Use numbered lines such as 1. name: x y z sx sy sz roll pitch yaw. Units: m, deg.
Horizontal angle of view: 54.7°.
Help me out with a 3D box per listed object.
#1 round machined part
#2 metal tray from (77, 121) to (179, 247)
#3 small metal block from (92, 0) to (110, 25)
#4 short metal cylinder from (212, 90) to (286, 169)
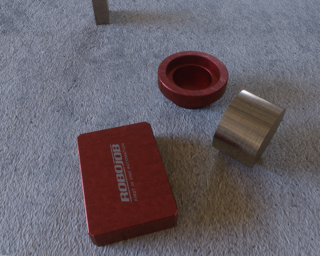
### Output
1. round machined part: 0.046 -0.065 0.447 0.099 0.042 0.098 0 50 0
2. metal tray: -0.041 0.057 0.352 0.091 0.030 0.130 -11 51 -10
3. small metal block: -0.110 -0.229 0.578 0.025 0.050 0.050 -5 50 -5
4. short metal cylinder: 0.105 0.001 0.368 0.050 0.080 0.080 31 56 23
